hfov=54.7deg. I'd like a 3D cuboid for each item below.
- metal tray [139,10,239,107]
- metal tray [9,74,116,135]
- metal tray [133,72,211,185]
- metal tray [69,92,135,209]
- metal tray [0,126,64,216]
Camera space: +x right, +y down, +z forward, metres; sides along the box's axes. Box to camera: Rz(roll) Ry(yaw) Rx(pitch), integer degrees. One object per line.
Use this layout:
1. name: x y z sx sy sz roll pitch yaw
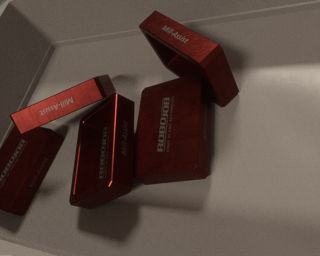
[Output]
1. metal tray: 0.036 -0.090 0.398 0.030 0.090 0.130 -45 51 -2
2. metal tray: -0.135 -0.037 0.449 0.130 0.030 0.090 -23 11 5
3. metal tray: 0.015 0.001 0.384 0.090 0.030 0.130 -12 57 30
4. metal tray: -0.074 0.029 0.400 0.090 0.030 0.130 -30 48 37
5. metal tray: -0.216 0.059 0.477 0.090 0.030 0.130 9 66 31
